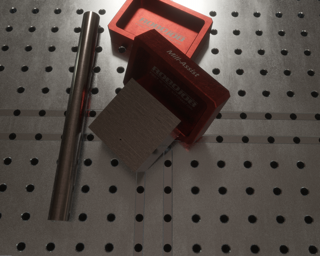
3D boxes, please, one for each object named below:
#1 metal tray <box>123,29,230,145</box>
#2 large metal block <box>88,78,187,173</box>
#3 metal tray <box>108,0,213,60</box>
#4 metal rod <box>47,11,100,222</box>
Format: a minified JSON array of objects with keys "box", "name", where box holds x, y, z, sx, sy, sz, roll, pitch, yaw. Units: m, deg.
[{"box":[0.015,-0.050,0.393,0.130,0.089,0.030,43,54,13],"name":"metal tray"},{"box":[-0.026,-0.002,0.387,0.080,0.050,0.080,43,93,13],"name":"large metal block"},{"box":[0.001,-0.147,0.462,0.130,0.030,0.090,27,72,9],"name":"metal tray"},{"box":[-0.113,-0.029,0.421,0.025,0.025,0.299,3,70,1],"name":"metal rod"}]
